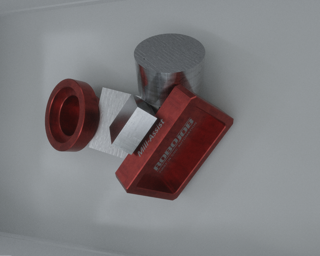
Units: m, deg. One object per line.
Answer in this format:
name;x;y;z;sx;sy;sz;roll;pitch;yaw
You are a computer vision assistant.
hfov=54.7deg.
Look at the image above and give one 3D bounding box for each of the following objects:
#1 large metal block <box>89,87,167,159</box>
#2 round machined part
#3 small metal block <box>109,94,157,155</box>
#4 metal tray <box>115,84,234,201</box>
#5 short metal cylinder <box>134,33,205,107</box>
large metal block;-0.037;-0.003;0.408;0.080;0.050;0.079;16;95;19
round machined part;-0.114;-0.016;0.426;0.098;0.042;0.097;-6;81;42
small metal block;-0.032;-0.006;0.351;0.025;0.050;0.050;31;103;-22
metal tray;0.019;0.023;0.366;0.129;0.090;0.030;-55;47;11
short metal cylinder;0.012;-0.069;0.368;0.080;0.080;0.050;17;140;19
